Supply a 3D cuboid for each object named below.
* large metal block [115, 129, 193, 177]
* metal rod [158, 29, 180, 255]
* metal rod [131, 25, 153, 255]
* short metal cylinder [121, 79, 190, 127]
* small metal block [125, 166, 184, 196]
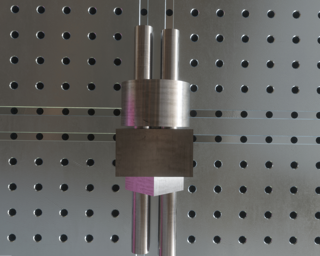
[{"bbox_3d":[-0.006,0.026,0.361,0.081,0.080,0.050,0,90,-1],"label":"large metal block"},{"bbox_3d":[0.012,0.020,0.415,0.025,0.025,0.298,1,90,-1],"label":"metal rod"},{"bbox_3d":[-0.024,0.015,0.414,0.025,0.025,0.298,1,90,-1],"label":"metal rod"},{"bbox_3d":[-0.005,-0.027,0.365,0.081,0.080,0.050,1,90,-1],"label":"short metal cylinder"},{"bbox_3d":[-0.007,0.063,0.378,0.050,0.050,0.025,1,90,-45],"label":"small metal block"}]
